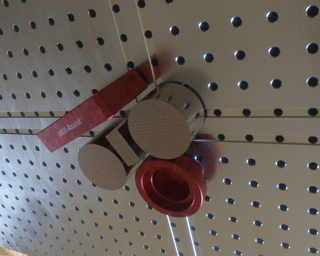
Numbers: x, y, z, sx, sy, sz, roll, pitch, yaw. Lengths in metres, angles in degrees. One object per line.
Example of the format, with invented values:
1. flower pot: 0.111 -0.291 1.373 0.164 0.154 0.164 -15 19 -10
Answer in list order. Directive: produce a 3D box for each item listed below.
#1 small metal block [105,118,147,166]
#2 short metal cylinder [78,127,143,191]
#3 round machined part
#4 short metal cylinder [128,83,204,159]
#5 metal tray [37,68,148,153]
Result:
1. small metal block: -0.037 0.015 0.418 0.025 0.050 0.050 -28 103 37
2. short metal cylinder: -0.072 0.045 0.456 0.080 0.050 0.079 13 124 21
3. round machined part: 0.019 0.073 0.430 0.098 0.042 0.097 13 124 21
4. short metal cylinder: 0.008 -0.009 0.380 0.080 0.050 0.079 13 124 21
5. metal tray: -0.087 -0.022 0.396 0.130 0.090 0.030 -26 104 37
